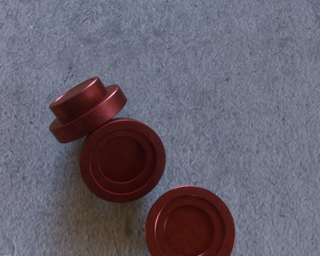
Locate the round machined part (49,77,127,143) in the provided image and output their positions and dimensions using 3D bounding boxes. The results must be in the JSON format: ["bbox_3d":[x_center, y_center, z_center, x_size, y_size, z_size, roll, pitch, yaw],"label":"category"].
[{"bbox_3d":[-0.093,-0.027,0.376,0.098,0.098,0.042,-35,111,-12],"label":"round machined part"}]

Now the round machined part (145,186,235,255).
[{"bbox_3d":[0.033,0.118,0.356,0.099,0.042,0.098,0,70,-1],"label":"round machined part"}]

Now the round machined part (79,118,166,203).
[{"bbox_3d":[-0.046,0.035,0.370,0.099,0.042,0.097,-3,100,-17],"label":"round machined part"}]
